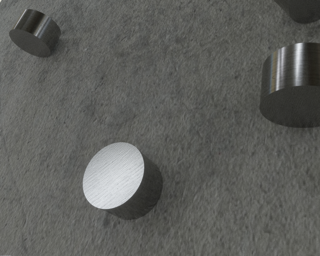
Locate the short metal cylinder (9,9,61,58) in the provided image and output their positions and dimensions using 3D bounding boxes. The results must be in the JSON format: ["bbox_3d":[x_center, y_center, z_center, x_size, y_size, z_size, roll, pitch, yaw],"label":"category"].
[{"bbox_3d":[-0.243,-0.183,0.605,0.080,0.080,0.050,4,64,30],"label":"short metal cylinder"}]

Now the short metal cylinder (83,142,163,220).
[{"bbox_3d":[-0.043,0.064,0.370,0.080,0.050,0.080,-13,56,20],"label":"short metal cylinder"}]

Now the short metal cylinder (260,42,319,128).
[{"bbox_3d":[0.146,-0.041,0.317,0.080,0.080,0.050,-1,61,27],"label":"short metal cylinder"}]

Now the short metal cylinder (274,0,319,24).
[{"bbox_3d":[0.184,-0.178,0.381,0.080,0.080,0.050,-28,53,10],"label":"short metal cylinder"}]
